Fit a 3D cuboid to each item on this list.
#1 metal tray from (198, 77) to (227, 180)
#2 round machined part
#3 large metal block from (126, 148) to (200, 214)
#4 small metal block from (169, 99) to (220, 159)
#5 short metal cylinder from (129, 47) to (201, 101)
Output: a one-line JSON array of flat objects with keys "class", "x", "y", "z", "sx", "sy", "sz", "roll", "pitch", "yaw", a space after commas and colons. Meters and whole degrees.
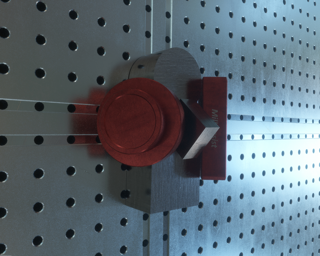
[{"class": "metal tray", "x": 0.070, "y": 0.001, "z": 0.427, "sx": 0.030, "sy": 0.090, "sz": 0.129, "roll": 1, "pitch": 89, "yaw": 3}, {"class": "round machined part", "x": -0.025, "y": -0.006, "z": 0.335, "sx": 0.042, "sy": 0.098, "sz": 0.097, "roll": 4, "pitch": 87, "yaw": -73}, {"class": "large metal block", "x": 0.005, "y": 0.059, "z": 0.397, "sx": 0.081, "sy": 0.050, "sz": 0.080, "roll": 3, "pitch": 88, "yaw": -40}, {"class": "small metal block", "x": 0.034, "y": 0.001, "z": 0.366, "sx": 0.025, "sy": 0.050, "sz": 0.050, "roll": 0, "pitch": 133, "yaw": -43}, {"class": "short metal cylinder", "x": 0.008, "y": -0.059, "z": 0.398, "sx": 0.081, "sy": 0.050, "sz": 0.080, "roll": 0, "pitch": 90, "yaw": -40}]
